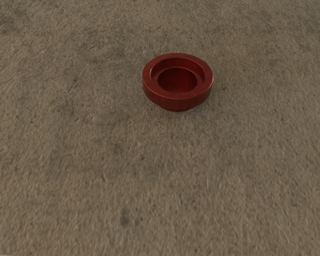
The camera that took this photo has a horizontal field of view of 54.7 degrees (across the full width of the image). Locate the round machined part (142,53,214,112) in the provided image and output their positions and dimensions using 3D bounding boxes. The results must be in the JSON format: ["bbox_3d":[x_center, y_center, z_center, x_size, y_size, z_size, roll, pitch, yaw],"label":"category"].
[{"bbox_3d":[0.025,-0.061,0.444,0.099,0.042,0.098,0,50,0],"label":"round machined part"}]
